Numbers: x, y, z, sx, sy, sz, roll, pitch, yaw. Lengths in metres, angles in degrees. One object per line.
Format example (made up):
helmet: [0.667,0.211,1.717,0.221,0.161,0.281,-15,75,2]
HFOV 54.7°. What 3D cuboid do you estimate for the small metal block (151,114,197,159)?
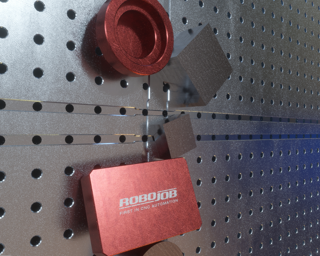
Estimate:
small metal block: [0.020,0.011,0.428,0.050,0.025,0.050,-23,105,-38]

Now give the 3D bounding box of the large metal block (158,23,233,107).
large metal block: [0.048,-0.086,0.435,0.080,0.050,0.080,-50,120,-28]

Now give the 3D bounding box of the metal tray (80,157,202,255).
metal tray: [-0.019,0.087,0.364,0.131,0.030,0.090,-4,73,-33]

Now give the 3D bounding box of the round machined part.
round machined part: [-0.034,-0.110,0.371,0.099,0.042,0.097,0,90,-40]

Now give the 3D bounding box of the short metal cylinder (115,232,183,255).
short metal cylinder: [-0.016,0.174,0.382,0.081,0.050,0.079,-1,91,-40]
